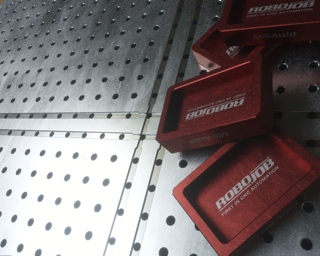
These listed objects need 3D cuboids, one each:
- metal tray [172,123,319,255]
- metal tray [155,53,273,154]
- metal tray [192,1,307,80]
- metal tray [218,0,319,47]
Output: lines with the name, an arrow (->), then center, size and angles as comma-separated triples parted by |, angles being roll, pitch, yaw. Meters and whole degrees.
metal tray -> 0.089, 0.059, 0.321 | 0.130, 0.030, 0.090 | -41, 51, 0
metal tray -> 0.061, -0.026, 0.360 | 0.130, 0.030, 0.090 | -16, 46, 36
metal tray -> 0.119, -0.126, 0.419 | 0.130, 0.030, 0.090 | -45, 51, -4
metal tray -> 0.146, -0.148, 0.379 | 0.130, 0.030, 0.090 | 4, 63, 29
